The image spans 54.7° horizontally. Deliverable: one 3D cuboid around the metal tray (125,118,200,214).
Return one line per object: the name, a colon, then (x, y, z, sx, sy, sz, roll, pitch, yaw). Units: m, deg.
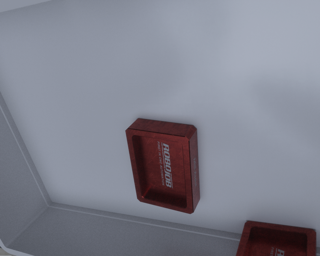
metal tray: (0.006, 0.054, 0.434, 0.090, 0.030, 0.129, 8, 122, 23)

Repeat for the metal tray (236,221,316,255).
metal tray: (0.138, 0.175, 0.375, 0.090, 0.131, 0.030, 0, 118, 28)
